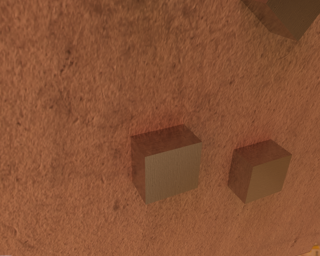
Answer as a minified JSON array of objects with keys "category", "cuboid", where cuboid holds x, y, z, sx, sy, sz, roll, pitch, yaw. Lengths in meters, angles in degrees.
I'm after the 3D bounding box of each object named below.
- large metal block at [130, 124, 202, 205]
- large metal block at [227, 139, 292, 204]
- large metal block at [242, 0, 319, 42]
[{"category":"large metal block","cuboid":[0.007,0.048,0.426,0.081,0.050,0.079,-13,124,-22]},{"category":"large metal block","cuboid":[0.169,0.074,0.531,0.081,0.050,0.079,-13,124,-22]},{"category":"large metal block","cuboid":[0.157,-0.166,0.376,0.080,0.050,0.080,27,104,-38]}]
